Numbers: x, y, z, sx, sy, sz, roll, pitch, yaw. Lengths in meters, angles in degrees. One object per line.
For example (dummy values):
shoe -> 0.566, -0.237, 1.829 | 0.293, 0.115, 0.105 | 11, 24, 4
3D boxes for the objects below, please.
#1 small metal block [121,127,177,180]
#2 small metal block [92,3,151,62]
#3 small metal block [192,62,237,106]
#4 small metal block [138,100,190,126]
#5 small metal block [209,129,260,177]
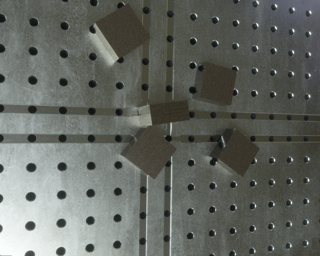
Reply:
small metal block -> -0.015, 0.031, 0.407 | 0.050, 0.025, 0.050 | 40, 77, -16
small metal block -> -0.049, -0.120, 0.394 | 0.050, 0.025, 0.050 | -37, 102, -16
small metal block -> 0.077, -0.061, 0.441 | 0.050, 0.025, 0.050 | 12, 86, -20
small metal block -> 0.004, -0.019, 0.400 | 0.050, 0.050, 0.025 | -9, 93, -20
small metal block -> 0.109, 0.036, 0.452 | 0.050, 0.025, 0.050 | 37, 78, -16
